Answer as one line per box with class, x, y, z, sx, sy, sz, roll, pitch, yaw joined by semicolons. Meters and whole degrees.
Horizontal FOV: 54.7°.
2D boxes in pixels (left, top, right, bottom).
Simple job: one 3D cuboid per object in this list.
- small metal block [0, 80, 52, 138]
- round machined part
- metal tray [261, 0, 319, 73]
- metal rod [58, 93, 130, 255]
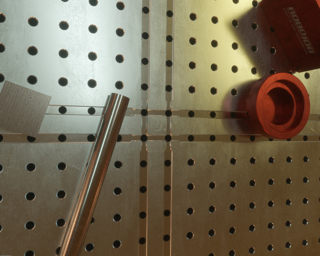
small metal block;-0.158;-0.021;0.354;0.050;0.025;0.050;20;83;-19
round machined part;0.172;-0.032;0.467;0.099;0.042;0.097;0;90;-20
metal tray;0.215;-0.150;0.456;0.030;0.090;0.130;-37;102;-16
metal rod;-0.093;0.102;0.378;0.025;0.025;0.299;19;84;-19
